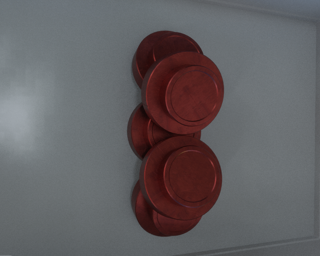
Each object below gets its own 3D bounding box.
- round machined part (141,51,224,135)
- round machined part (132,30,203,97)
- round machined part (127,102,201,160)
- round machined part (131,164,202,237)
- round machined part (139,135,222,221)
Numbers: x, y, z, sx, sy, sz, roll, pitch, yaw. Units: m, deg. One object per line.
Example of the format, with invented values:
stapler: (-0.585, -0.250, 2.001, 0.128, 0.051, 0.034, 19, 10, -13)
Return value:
round machined part: (0.031, -0.039, 0.357, 0.099, 0.042, 0.097, -5, 104, -19)
round machined part: (0.017, -0.082, 0.394, 0.099, 0.042, 0.098, 6, 72, -19)
round machined part: (0.010, 0.004, 0.404, 0.099, 0.042, 0.097, 0, 89, -20)
round machined part: (0.017, 0.095, 0.392, 0.099, 0.042, 0.097, -6, 107, -18)
round machined part: (0.029, 0.056, 0.356, 0.099, 0.042, 0.098, 4, 77, -19)
